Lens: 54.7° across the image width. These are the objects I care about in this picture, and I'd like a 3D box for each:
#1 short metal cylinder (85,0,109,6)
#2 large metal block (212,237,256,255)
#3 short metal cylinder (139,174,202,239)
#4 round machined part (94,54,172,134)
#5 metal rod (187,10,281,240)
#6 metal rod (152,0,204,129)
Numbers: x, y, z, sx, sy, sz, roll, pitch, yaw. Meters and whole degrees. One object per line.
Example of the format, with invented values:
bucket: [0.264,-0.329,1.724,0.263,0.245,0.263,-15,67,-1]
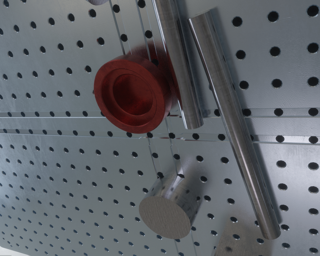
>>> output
short metal cylinder: [-0.069,-0.171,0.306,0.050,0.080,0.079,33,129,6]
large metal block: [0.109,0.225,0.458,0.080,0.080,0.050,24,127,13]
short metal cylinder: [0.016,0.116,0.458,0.080,0.050,0.079,13,124,21]
round machined part: [-0.030,-0.045,0.388,0.098,0.042,0.097,13,124,21]
metal rod: [0.095,0.013,0.368,0.025,0.025,0.299,-10,114,32]
metal rod: [0.004,-0.135,0.325,0.025,0.025,0.298,-2,118,29]
